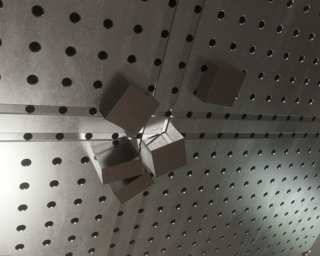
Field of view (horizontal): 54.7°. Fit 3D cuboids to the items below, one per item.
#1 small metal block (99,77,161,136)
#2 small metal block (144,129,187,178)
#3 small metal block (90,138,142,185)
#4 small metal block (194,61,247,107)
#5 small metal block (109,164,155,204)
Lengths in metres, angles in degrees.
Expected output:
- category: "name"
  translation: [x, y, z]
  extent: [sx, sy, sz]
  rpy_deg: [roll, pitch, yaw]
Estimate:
- category: "small metal block"
  translation: [-0.036, -0.026, 0.377]
  extent: [0.050, 0.025, 0.050]
  rpy_deg: [30, 101, -38]
- category: "small metal block"
  translation: [0.008, 0.036, 0.440]
  extent: [0.050, 0.025, 0.050]
  rpy_deg: [-21, 127, -17]
- category: "small metal block"
  translation: [-0.056, 0.040, 0.391]
  extent: [0.050, 0.050, 0.025]
  rpy_deg: [-13, 124, -22]
- category: "small metal block"
  translation: [0.082, -0.059, 0.422]
  extent: [0.050, 0.025, 0.050]
  rpy_deg: [5, 116, -31]
- category: "small metal block"
  translation: [-0.043, 0.065, 0.413]
  extent: [0.050, 0.050, 0.025]
  rpy_deg: [-32, 129, -8]
